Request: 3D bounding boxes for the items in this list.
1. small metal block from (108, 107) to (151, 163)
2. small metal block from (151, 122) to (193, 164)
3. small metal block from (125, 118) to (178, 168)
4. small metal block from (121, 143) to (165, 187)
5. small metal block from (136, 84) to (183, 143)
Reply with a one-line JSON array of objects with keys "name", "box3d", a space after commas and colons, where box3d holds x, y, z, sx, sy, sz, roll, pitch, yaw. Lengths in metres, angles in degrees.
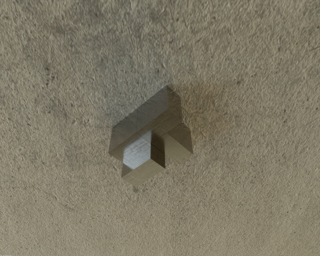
[{"name": "small metal block", "box3d": [-0.038, 0.009, 0.399, 0.050, 0.050, 0.025, -36, 122, 26]}, {"name": "small metal block", "box3d": [0.016, 0.010, 0.401, 0.025, 0.050, 0.050, -35, 122, 26]}, {"name": "small metal block", "box3d": [-0.012, 0.022, 0.427, 0.050, 0.025, 0.050, -35, 122, 25]}, {"name": "small metal block", "box3d": [-0.021, 0.039, 0.392, 0.050, 0.050, 0.025, -36, 122, 26]}, {"name": "small metal block", "box3d": [-0.001, -0.017, 0.377, 0.050, 0.050, 0.025, -36, 122, 26]}]
